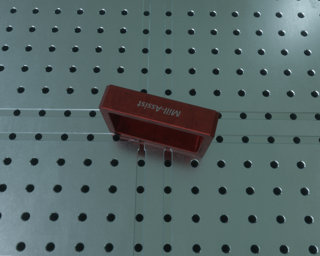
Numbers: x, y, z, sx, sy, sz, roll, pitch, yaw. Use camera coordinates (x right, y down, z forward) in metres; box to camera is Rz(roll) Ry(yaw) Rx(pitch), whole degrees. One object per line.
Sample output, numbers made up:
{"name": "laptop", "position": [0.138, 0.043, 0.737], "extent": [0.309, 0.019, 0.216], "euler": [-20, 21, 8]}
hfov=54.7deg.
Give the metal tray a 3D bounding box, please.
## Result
{"name": "metal tray", "position": [-0.001, -0.006, 0.379], "extent": [0.131, 0.090, 0.030], "euler": [14, 71, 5]}
